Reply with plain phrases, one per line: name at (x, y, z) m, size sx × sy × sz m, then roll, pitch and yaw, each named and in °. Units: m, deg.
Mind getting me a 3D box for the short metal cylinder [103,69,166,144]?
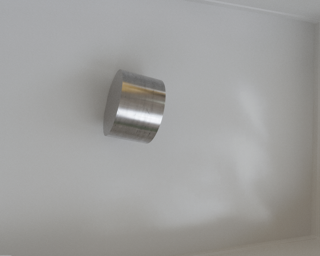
short metal cylinder at (-0.033, -0.025, 0.370) m, size 0.050 × 0.080 × 0.080 m, roll 12°, pitch 86°, yaw -20°
